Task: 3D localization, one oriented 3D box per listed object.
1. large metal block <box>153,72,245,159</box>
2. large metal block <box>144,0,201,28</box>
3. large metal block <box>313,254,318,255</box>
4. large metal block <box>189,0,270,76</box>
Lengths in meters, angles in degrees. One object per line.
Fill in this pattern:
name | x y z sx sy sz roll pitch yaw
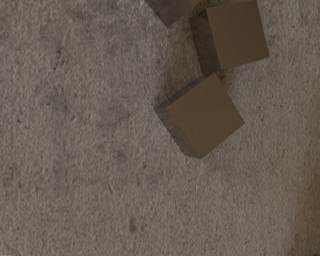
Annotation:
large metal block | 0.052 -0.016 0.416 0.080 0.050 0.080 -37 102 -16
large metal block | 0.014 -0.184 0.386 0.080 0.080 0.050 47 76 -15
large metal block | 0.253 0.265 0.492 0.081 0.050 0.080 -28 100 -18
large metal block | 0.096 -0.125 0.432 0.081 0.050 0.080 -17 96 -20
